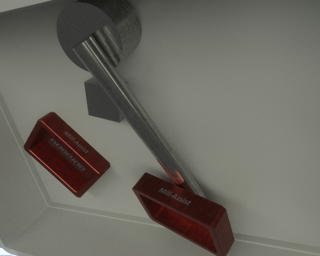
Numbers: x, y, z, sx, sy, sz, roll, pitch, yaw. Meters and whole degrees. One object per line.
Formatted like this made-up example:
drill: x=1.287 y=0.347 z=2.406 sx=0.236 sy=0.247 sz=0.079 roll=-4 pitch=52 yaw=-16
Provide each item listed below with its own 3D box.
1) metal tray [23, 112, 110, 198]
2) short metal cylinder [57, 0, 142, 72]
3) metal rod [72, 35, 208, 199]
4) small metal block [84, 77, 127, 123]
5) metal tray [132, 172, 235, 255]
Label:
metal tray: x=-0.156 y=0.047 z=0.513 sx=0.130 sy=0.030 sz=0.090 roll=43 pitch=129 yaw=-2
short metal cylinder: x=-0.068 y=-0.109 z=0.353 sx=0.080 sy=0.050 sz=0.079 roll=13 pitch=130 yaw=16
metal rod: x=-0.003 y=0.021 z=0.384 sx=0.025 sy=0.025 sz=0.299 roll=-16 pitch=122 yaw=34
small metal block: x=-0.071 y=-0.040 z=0.420 sx=0.050 sy=0.025 sz=0.050 roll=13 pitch=124 yaw=20
metal tray: x=0.031 y=0.118 z=0.423 sx=0.130 sy=0.030 sz=0.090 roll=18 pitch=145 yaw=36
